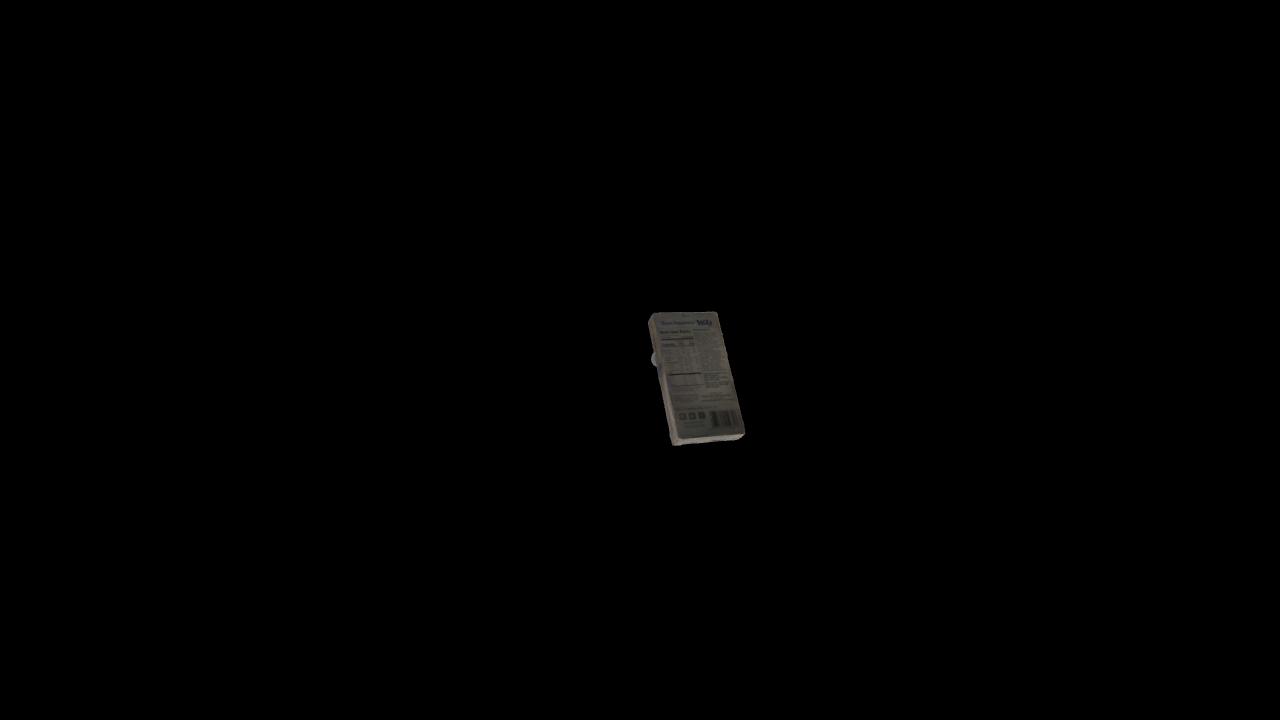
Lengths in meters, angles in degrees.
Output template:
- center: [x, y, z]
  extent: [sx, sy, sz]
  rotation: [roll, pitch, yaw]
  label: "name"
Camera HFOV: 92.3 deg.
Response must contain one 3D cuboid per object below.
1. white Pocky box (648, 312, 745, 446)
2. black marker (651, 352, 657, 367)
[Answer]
- center: [0.062, 0.018, 0.695]
  extent: [0.084, 0.154, 0.028]
  rotation: [-2, -25, -18]
  label: "white Pocky box"
- center: [0.054, 0.002, 0.750]
  extent: [0.020, 0.020, 0.121]
  rotation: [0, -3, 34]
  label: "black marker"
